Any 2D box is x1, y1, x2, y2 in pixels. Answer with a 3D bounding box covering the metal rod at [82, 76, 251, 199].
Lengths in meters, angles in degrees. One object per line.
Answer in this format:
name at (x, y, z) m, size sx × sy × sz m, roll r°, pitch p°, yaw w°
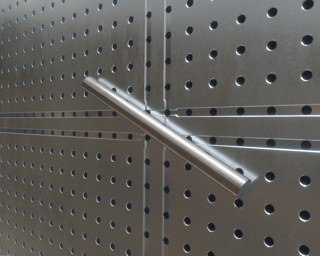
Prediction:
metal rod at (-0.012, -0.003, 0.418) m, size 0.300 × 0.025 × 0.025 m, roll 34°, pitch 111°, yaw 34°
